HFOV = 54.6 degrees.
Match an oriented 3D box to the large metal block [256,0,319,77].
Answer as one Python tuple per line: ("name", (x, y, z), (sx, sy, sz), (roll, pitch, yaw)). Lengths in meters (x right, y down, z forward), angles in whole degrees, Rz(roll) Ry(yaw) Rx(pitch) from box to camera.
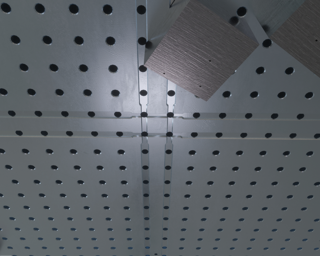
("large metal block", (0.158, -0.108, 0.304), (0.080, 0.050, 0.080), (28, 125, -22))

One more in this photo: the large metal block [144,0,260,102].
("large metal block", (0.039, -0.087, 0.321), (0.080, 0.050, 0.080), (27, 125, -21))
